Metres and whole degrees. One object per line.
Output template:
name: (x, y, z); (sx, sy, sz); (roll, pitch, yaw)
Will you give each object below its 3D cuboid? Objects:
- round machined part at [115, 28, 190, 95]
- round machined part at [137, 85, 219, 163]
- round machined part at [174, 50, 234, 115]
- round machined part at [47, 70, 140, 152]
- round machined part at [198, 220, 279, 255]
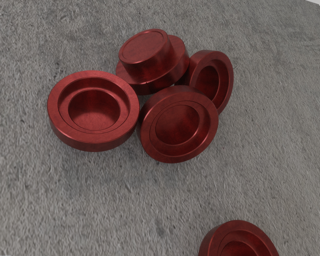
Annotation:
round machined part: (-0.015, -0.092, 0.404); (0.042, 0.098, 0.098); (59, 35, -44)
round machined part: (0.019, -0.008, 0.382); (0.099, 0.097, 0.042); (8, 26, -24)
round machined part: (0.058, -0.062, 0.439); (0.099, 0.097, 0.042); (-25, 32, -37)
round machined part: (-0.075, -0.016, 0.353); (0.099, 0.042, 0.098); (6, 57, -10)
round machined part: (0.084, 0.156, 0.343); (0.099, 0.042, 0.098); (14, 56, -21)
